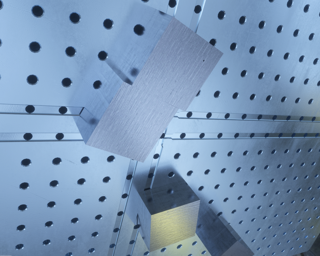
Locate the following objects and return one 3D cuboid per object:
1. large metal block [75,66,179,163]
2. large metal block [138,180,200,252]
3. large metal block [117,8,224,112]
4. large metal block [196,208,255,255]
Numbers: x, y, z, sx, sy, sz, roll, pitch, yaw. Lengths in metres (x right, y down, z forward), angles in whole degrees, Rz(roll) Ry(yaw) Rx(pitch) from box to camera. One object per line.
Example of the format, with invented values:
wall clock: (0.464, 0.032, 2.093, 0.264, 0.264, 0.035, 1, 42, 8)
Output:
large metal block: (-0.039, -0.014, 0.366, 0.080, 0.050, 0.080, 23, 106, -37)
large metal block: (0.012, 0.137, 0.488, 0.081, 0.050, 0.079, -11, 123, -23)
large metal block: (0.011, -0.076, 0.355, 0.080, 0.050, 0.080, 23, 106, -37)
large metal block: (0.115, 0.206, 0.569, 0.050, 0.080, 0.080, -44, 130, 2)
